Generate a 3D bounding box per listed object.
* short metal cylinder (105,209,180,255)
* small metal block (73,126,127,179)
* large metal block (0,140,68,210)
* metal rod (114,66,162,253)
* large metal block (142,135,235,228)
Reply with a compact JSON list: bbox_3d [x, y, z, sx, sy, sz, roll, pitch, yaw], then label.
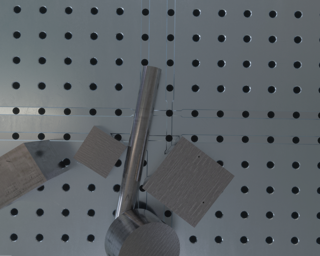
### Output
[{"bbox_3d":[-0.022,0.147,0.385,0.081,0.050,0.079,-3,96,-27],"label":"short metal cylinder"},{"bbox_3d":[-0.078,0.031,0.413,0.050,0.025,0.050,33,90,0],"label":"small metal block"},{"bbox_3d":[-0.173,0.058,0.384,0.080,0.080,0.050,-31,90,0],"label":"large metal block"},{"bbox_3d":[-0.038,0.067,0.413,0.025,0.025,0.298,11,90,0],"label":"metal rod"},{"bbox_3d":[0.035,0.066,0.401,0.080,0.050,0.080,38,90,0],"label":"large metal block"}]
